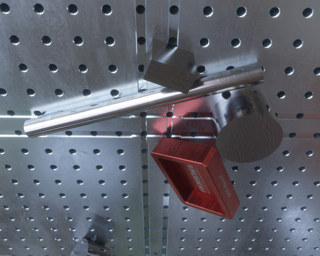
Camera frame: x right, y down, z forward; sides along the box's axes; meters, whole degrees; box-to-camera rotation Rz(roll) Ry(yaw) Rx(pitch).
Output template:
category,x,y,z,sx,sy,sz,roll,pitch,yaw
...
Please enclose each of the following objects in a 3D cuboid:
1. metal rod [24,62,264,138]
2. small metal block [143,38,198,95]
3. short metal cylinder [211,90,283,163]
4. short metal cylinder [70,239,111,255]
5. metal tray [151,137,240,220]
category,x,y,z,sx,sy,sz,roll,pitch,yaw
metal rod,-0.028,-0.031,0.384,0.301,0.025,0.025,-13,129,10
small metal block,0.011,-0.068,0.337,0.050,0.050,0.025,17,128,-14
short metal cylinder,0.108,-0.001,0.395,0.081,0.050,0.079,0,130,0
short metal cylinder,-0.139,0.262,0.597,0.050,0.080,0.080,33,123,-25
metal tray,0.052,0.072,0.440,0.090,0.030,0.130,8,141,40
